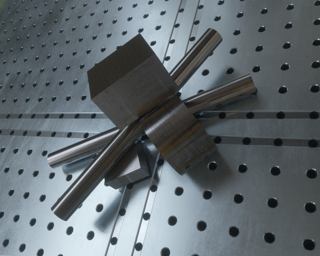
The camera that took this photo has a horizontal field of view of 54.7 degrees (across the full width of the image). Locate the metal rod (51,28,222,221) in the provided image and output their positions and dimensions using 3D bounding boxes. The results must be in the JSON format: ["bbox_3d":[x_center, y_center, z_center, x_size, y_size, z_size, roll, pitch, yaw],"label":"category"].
[{"bbox_3d":[-0.024,-0.010,0.391,0.025,0.025,0.300,35,80,38],"label":"metal rod"}]

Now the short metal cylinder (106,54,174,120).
[{"bbox_3d":[-0.028,-0.057,0.437,0.080,0.050,0.080,-13,56,21],"label":"short metal cylinder"}]

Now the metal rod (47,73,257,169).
[{"bbox_3d":[-0.022,-0.003,0.417,0.301,0.025,0.025,-21,54,15],"label":"metal rod"}]

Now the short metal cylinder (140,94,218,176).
[{"bbox_3d":[0.021,0.007,0.353,0.050,0.080,0.080,-38,51,4],"label":"short metal cylinder"}]

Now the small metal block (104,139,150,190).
[{"bbox_3d":[-0.046,0.044,0.400,0.050,0.025,0.050,-25,53,13],"label":"small metal block"}]

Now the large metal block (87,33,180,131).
[{"bbox_3d":[-0.034,-0.056,0.359,0.080,0.050,0.080,-35,34,6],"label":"large metal block"}]
